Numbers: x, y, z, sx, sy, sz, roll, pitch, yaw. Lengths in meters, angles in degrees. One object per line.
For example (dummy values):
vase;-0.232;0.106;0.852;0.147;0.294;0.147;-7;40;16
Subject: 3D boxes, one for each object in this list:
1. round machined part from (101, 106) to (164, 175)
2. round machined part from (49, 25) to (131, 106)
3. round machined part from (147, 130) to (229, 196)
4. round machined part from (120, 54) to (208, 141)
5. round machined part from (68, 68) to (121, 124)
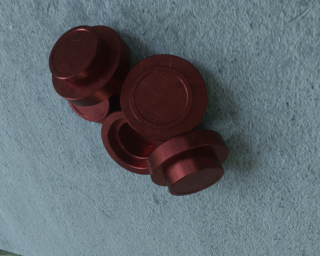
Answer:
round machined part;-0.026;0.011;0.416;0.098;0.042;0.097;13;124;20
round machined part;-0.087;-0.078;0.356;0.098;0.098;0.042;1;160;27
round machined part;0.037;0.047;0.370;0.097;0.099;0.042;-50;48;39
round machined part;0.003;-0.034;0.345;0.099;0.042;0.097;1;95;7
round machined part;-0.086;-0.047;0.413;0.098;0.042;0.097;13;124;20
